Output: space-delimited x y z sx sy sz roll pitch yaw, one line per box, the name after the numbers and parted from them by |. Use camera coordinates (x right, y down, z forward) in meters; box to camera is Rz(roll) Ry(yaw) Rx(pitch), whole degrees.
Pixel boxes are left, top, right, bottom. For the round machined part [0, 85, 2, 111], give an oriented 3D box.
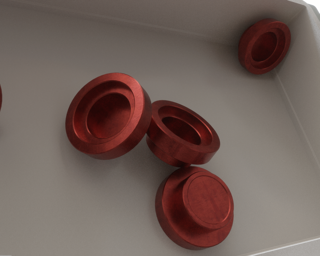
-0.202 -0.028 0.280 0.042 0.097 0.099 22 43 31 | round machined part

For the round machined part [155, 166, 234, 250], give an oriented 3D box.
0.048 0.090 0.367 0.099 0.042 0.098 14 56 -21 | round machined part

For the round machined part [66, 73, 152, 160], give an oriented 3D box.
-0.053 -0.010 0.351 0.042 0.098 0.098 46 31 -57 | round machined part

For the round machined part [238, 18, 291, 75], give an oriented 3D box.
0.182 -0.150 0.559 0.099 0.097 0.042 -1 34 -29 | round machined part

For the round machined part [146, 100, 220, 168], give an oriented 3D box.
0.022 0.011 0.386 0.099 0.042 0.098 24 29 -14 | round machined part
